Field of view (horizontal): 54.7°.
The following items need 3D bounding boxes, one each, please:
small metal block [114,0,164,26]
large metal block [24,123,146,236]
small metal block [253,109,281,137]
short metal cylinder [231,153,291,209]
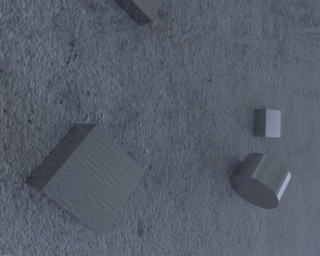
[{"bbox_3d":[-0.024,-0.165,0.384,0.050,0.025,0.050,38,67,-34],"label":"small metal block"},{"bbox_3d":[-0.076,0.051,0.325,0.080,0.050,0.080,50,61,-29],"label":"large metal block"},{"bbox_3d":[0.198,-0.008,0.570,0.050,0.025,0.050,3,88,-40],"label":"small metal block"},{"bbox_3d":[0.165,0.087,0.507,0.050,0.080,0.080,-50,120,-28],"label":"short metal cylinder"}]
